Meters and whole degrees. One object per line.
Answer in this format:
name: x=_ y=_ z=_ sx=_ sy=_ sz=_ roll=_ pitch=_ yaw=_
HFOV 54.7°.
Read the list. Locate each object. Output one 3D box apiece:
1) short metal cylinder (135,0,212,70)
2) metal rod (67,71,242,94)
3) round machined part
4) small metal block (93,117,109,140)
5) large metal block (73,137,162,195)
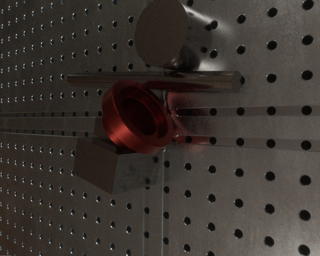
short metal cylinder: x=0.015 y=-0.112 z=0.379 sx=0.080 sy=0.050 sz=0.079 roll=0 pitch=90 yaw=39
metal rod: x=-0.031 y=-0.067 z=0.433 sx=0.300 sy=0.025 sz=0.025 roll=8 pitch=95 yaw=39
round machined part: x=-0.032 y=-0.009 z=0.386 sx=0.042 sy=0.099 sz=0.098 roll=-37 pitch=67 yaw=31
small metal block: x=-0.057 y=0.002 z=0.438 sx=0.050 sy=0.050 sz=0.025 roll=15 pitch=100 yaw=38
large metal block: x=-0.057 y=0.046 z=0.418 sx=0.080 sy=0.081 sz=0.050 roll=17 pitch=101 yaw=38
